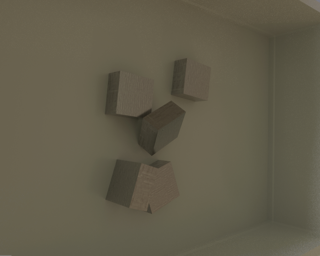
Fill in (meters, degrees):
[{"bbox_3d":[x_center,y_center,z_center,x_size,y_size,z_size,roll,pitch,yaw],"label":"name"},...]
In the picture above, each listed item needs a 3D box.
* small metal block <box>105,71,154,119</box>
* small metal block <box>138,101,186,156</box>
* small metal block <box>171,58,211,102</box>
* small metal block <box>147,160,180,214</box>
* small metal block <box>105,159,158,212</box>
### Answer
[{"bbox_3d":[-0.036,-0.038,0.378,0.050,0.025,0.050,8,85,-40],"label":"small metal block"},{"bbox_3d":[0.002,0.000,0.393,0.050,0.025,0.050,-34,153,-35],"label":"small metal block"},{"bbox_3d":[0.045,-0.068,0.447,0.050,0.025,0.050,10,83,-40],"label":"small metal block"},{"bbox_3d":[-0.006,0.075,0.404,0.050,0.025,0.050,-24,106,-38],"label":"small metal block"},{"bbox_3d":[-0.034,0.066,0.364,0.025,0.050,0.050,24,75,-38],"label":"small metal block"}]
